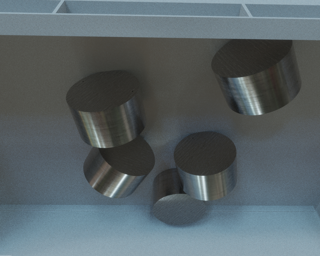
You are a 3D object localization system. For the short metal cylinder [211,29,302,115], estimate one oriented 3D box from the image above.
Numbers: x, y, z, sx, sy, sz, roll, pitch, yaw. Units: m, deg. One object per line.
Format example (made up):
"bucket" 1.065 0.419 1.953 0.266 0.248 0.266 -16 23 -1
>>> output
"short metal cylinder" 0.101 -0.059 0.324 0.080 0.080 0.050 -20 127 16

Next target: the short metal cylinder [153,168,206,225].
"short metal cylinder" 0.029 0.108 0.485 0.081 0.050 0.079 0 130 0

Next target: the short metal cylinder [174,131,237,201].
"short metal cylinder" 0.062 0.050 0.416 0.080 0.080 0.050 -8 130 6

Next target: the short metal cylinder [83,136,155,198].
"short metal cylinder" -0.054 0.045 0.411 0.080 0.080 0.050 23 126 -19

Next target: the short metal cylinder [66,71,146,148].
"short metal cylinder" -0.059 -0.023 0.353 0.080 0.080 0.050 -6 130 4
